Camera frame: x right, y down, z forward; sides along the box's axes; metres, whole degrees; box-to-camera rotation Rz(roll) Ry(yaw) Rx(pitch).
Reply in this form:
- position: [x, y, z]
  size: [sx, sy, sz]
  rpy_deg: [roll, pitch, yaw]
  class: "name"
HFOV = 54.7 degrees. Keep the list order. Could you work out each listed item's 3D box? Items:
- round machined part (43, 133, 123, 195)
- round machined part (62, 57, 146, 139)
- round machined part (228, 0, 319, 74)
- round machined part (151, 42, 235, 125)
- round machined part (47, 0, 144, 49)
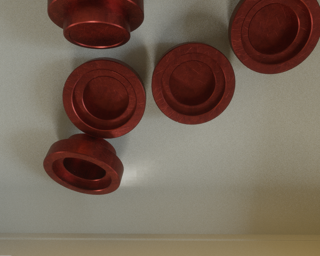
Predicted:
- position: [-0.095, 0.044, 0.403]
  size: [0.099, 0.042, 0.097]
  rpy_deg: [6, 139, 6]
  class: "round machined part"
- position: [-0.066, -0.039, 0.387]
  size: [0.099, 0.042, 0.097]
  rpy_deg: [0, 110, -1]
  class: "round machined part"
- position: [0.128, -0.115, 0.358]
  size: [0.099, 0.042, 0.097]
  rpy_deg: [0, 115, 1]
  class: "round machined part"
- position: [0.039, -0.057, 0.382]
  size: [0.099, 0.042, 0.097]
  rpy_deg: [0, 110, -1]
  class: "round machined part"
- position: [-0.066, -0.115, 0.325]
  size: [0.099, 0.098, 0.042]
  rpy_deg: [-2, 83, 0]
  class: "round machined part"
